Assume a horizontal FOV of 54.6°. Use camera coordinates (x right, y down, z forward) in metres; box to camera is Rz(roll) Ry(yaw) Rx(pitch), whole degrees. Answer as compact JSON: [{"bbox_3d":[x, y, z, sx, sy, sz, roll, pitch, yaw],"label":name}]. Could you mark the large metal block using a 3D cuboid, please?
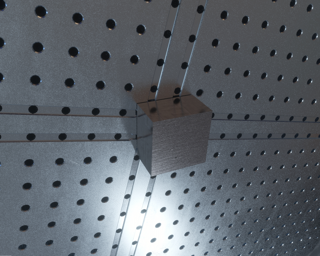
[{"bbox_3d":[0.017,0.008,0.407,0.081,0.050,0.079,-12,124,-22],"label":"large metal block"}]
